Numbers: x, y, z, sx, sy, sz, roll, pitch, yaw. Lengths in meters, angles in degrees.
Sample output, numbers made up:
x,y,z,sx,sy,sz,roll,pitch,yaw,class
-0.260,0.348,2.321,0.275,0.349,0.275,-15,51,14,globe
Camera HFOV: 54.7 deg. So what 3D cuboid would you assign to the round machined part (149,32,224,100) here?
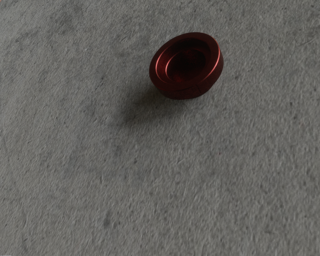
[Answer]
x,y,z,sx,sy,sz,roll,pitch,yaw,class
0.038,-0.079,0.420,0.098,0.042,0.098,-13,56,20,round machined part
